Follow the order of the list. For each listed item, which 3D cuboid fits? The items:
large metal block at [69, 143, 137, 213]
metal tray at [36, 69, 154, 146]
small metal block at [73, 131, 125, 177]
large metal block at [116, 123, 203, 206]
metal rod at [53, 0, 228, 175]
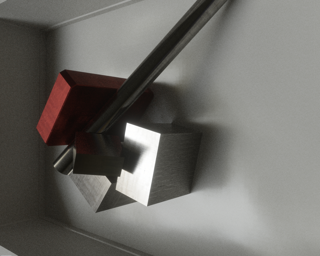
[{"bbox_3d":[-0.068,0.061,0.425,0.080,0.081,0.050,44,116,31],"label":"large metal block"},{"bbox_3d":[-0.079,-0.022,0.399,0.030,0.131,0.089,48,120,30],"label":"metal tray"},{"bbox_3d":[-0.070,0.029,0.348,0.050,0.050,0.025,-119,40,-60],"label":"small metal block"},{"bbox_3d":[0.000,0.039,0.368,0.050,0.081,0.079,17,101,38],"label":"large metal block"},{"bbox_3d":[-0.022,-0.057,0.363,0.299,0.025,0.025,-47,61,10],"label":"metal rod"}]
